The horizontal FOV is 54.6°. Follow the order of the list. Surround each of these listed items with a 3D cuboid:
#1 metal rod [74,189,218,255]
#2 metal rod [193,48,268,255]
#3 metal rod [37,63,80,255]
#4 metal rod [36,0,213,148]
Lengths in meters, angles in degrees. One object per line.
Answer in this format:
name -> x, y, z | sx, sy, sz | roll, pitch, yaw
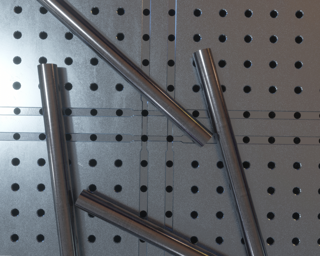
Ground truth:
metal rod -> 0.027, 0.160, 0.413 | 0.301, 0.025, 0.025 | 27, 90, 0
metal rod -> 0.095, 0.042, 0.413 | 0.025, 0.025, 0.299 | -15, 90, 0
metal rod -> -0.132, 0.065, 0.412 | 0.025, 0.025, 0.298 | -7, 90, 0
metal rod -> -0.049, -0.083, 0.412 | 0.300, 0.025, 0.025 | 42, 90, 0
